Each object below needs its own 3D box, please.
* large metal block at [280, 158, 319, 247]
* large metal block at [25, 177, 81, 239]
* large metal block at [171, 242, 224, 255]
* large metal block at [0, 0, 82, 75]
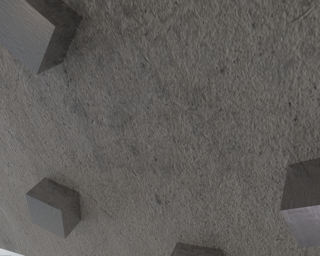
[{"bbox_3d":[0.179,0.072,0.321,0.080,0.080,0.050,-21,107,36],"label":"large metal block"},{"bbox_3d":[-0.201,0.153,0.591,0.080,0.050,0.079,18,126,17],"label":"large metal block"},{"bbox_3d":[0.064,0.241,0.506,0.080,0.050,0.080,-3,117,29],"label":"large metal block"},{"bbox_3d":[-0.159,-0.130,0.394,0.080,0.050,0.080,41,129,0],"label":"large metal block"}]
